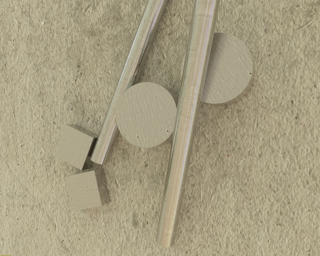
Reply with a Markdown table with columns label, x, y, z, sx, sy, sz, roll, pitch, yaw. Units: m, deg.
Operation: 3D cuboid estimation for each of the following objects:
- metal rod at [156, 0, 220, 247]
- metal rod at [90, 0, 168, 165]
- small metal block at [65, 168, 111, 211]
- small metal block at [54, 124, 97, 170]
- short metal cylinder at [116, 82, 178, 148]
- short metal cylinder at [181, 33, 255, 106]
| label | x | y | z | sx | sy | sz | roll | pitch | yaw |
| --- | --- | --- | --- | --- | --- | --- | --- | --- | --- |
| metal rod | 0.027 | 0.009 | 0.359 | 0.025 | 0.025 | 0.298 | 15 | 110 | 19 |
| metal rod | -0.033 | -0.091 | 0.420 | 0.025 | 0.025 | 0.298 | 24 | 98 | 18 |
| small metal block | -0.104 | 0.088 | 0.446 | 0.050 | 0.025 | 0.050 | -14 | 85 | 19 |
| small metal block | -0.118 | 0.027 | 0.451 | 0.050 | 0.025 | 0.050 | 24 | 98 | 18 |
| short metal cylinder | -0.009 | -0.016 | 0.399 | 0.080 | 0.050 | 0.079 | 0 | 90 | 20 |
| short metal cylinder | 0.071 | -0.067 | 0.371 | 0.080 | 0.050 | 0.079 | 0 | 90 | 20 |
